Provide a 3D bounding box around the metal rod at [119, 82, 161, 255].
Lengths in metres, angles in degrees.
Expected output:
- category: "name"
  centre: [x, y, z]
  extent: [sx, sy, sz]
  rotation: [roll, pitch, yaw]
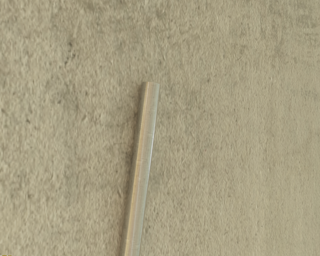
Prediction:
- category: "metal rod"
  centre: [-0.029, 0.091, 0.382]
  extent: [0.025, 0.025, 0.298]
  rotation: [11, 83, -40]
